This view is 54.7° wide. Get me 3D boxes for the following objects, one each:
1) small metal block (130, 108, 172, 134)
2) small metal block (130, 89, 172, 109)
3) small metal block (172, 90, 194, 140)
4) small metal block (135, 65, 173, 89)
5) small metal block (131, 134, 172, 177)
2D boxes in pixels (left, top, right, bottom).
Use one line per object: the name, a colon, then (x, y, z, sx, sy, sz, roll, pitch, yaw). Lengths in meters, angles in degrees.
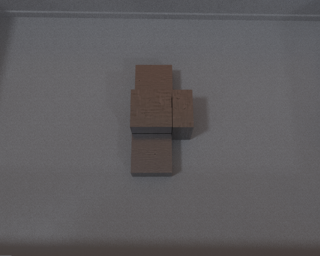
small metal block: (-0.011, -0.005, 0.396, 0.050, 0.050, 0.025, 0, 70, 0)
small metal block: (-0.011, -0.028, 0.405, 0.050, 0.050, 0.025, 0, 70, 0)
small metal block: (0.028, -0.016, 0.400, 0.025, 0.050, 0.050, 0, 70, 0)
small metal block: (-0.008, -0.059, 0.429, 0.050, 0.025, 0.050, 0, 70, 0)
small metal block: (-0.010, 0.035, 0.395, 0.050, 0.025, 0.050, 0, 70, 0)
